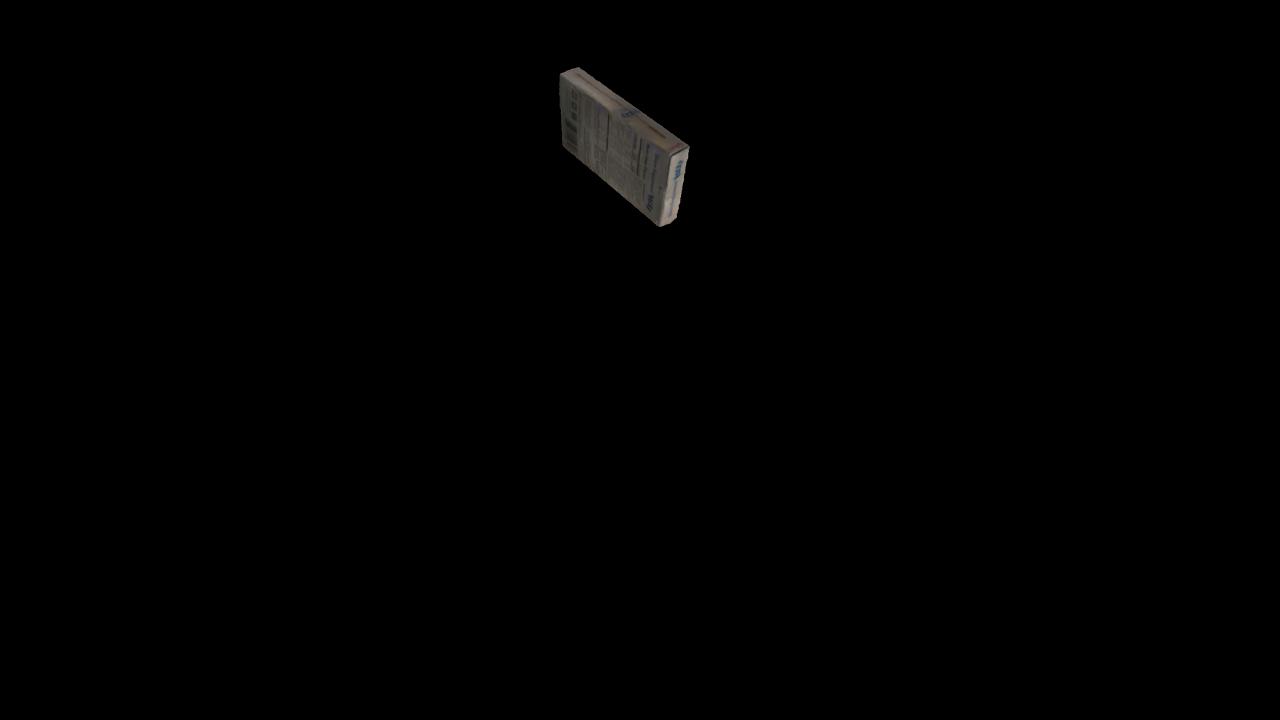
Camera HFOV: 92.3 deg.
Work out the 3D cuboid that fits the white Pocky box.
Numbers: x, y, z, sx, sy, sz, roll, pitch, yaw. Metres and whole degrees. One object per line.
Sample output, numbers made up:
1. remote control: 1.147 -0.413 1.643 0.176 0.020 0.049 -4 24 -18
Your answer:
1. white Pocky box: -0.020 -0.203 0.583 0.028 0.154 0.084 -34 -25 -26
